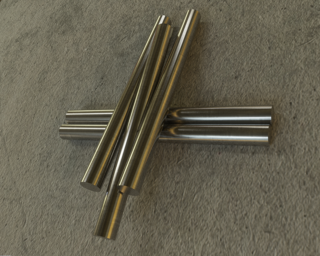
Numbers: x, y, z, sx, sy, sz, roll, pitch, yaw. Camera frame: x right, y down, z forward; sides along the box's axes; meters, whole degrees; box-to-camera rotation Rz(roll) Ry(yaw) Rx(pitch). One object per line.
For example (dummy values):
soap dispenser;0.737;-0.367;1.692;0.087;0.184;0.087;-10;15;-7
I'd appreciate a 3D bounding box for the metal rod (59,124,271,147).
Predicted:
metal rod;-0.013;0.007;0.408;0.300;0.025;0.025;0;62;28

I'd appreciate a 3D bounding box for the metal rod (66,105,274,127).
metal rod;-0.006;-0.015;0.418;0.300;0.025;0.025;0;62;28

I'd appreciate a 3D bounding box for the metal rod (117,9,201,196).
metal rod;0.009;-0.054;0.405;0.025;0.025;0.300;1;54;28

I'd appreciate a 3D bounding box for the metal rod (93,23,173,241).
metal rod;-0.026;-0.014;0.393;0.025;0.025;0.300;0;61;28

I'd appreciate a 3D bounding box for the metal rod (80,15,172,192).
metal rod;-0.036;-0.054;0.429;0.025;0.025;0.300;1;54;28
